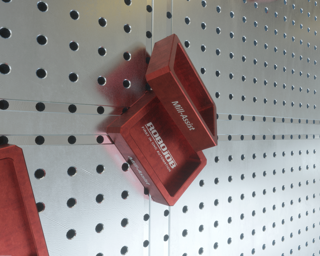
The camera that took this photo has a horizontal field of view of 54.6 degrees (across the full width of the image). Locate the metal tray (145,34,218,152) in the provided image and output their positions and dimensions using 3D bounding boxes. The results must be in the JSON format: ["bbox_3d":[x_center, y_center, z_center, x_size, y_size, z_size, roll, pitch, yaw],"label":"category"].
[{"bbox_3d":[0.033,-0.043,0.398,0.130,0.030,0.090,54,28,-32],"label":"metal tray"}]

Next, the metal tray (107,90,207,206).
[{"bbox_3d":[0.002,0.025,0.406,0.090,0.030,0.130,-45,117,-30],"label":"metal tray"}]

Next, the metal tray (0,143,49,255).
[{"bbox_3d":[-0.158,0.087,0.273,0.091,0.030,0.129,-17,101,-39],"label":"metal tray"}]
